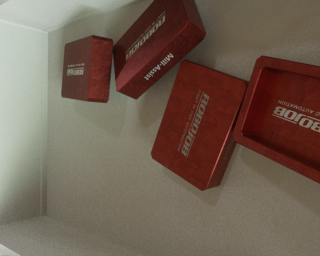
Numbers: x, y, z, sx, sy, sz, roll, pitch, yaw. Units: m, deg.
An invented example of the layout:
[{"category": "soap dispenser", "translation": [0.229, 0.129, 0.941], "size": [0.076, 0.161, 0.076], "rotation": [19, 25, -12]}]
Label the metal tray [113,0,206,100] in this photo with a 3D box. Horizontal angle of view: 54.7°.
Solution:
[{"category": "metal tray", "translation": [-0.008, -0.108, 0.391], "size": [0.130, 0.030, 0.090], "rotation": [-37, 47, 33]}]

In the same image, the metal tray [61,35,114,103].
[{"category": "metal tray", "translation": [-0.116, -0.088, 0.476], "size": [0.130, 0.030, 0.089], "rotation": [13, 99, 56]}]

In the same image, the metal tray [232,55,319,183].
[{"category": "metal tray", "translation": [0.132, -0.008, 0.273], "size": [0.130, 0.030, 0.089], "rotation": [31, 111, 50]}]

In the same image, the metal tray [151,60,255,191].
[{"category": "metal tray", "translation": [0.047, -0.005, 0.365], "size": [0.090, 0.030, 0.129], "rotation": [29, 108, 36]}]
